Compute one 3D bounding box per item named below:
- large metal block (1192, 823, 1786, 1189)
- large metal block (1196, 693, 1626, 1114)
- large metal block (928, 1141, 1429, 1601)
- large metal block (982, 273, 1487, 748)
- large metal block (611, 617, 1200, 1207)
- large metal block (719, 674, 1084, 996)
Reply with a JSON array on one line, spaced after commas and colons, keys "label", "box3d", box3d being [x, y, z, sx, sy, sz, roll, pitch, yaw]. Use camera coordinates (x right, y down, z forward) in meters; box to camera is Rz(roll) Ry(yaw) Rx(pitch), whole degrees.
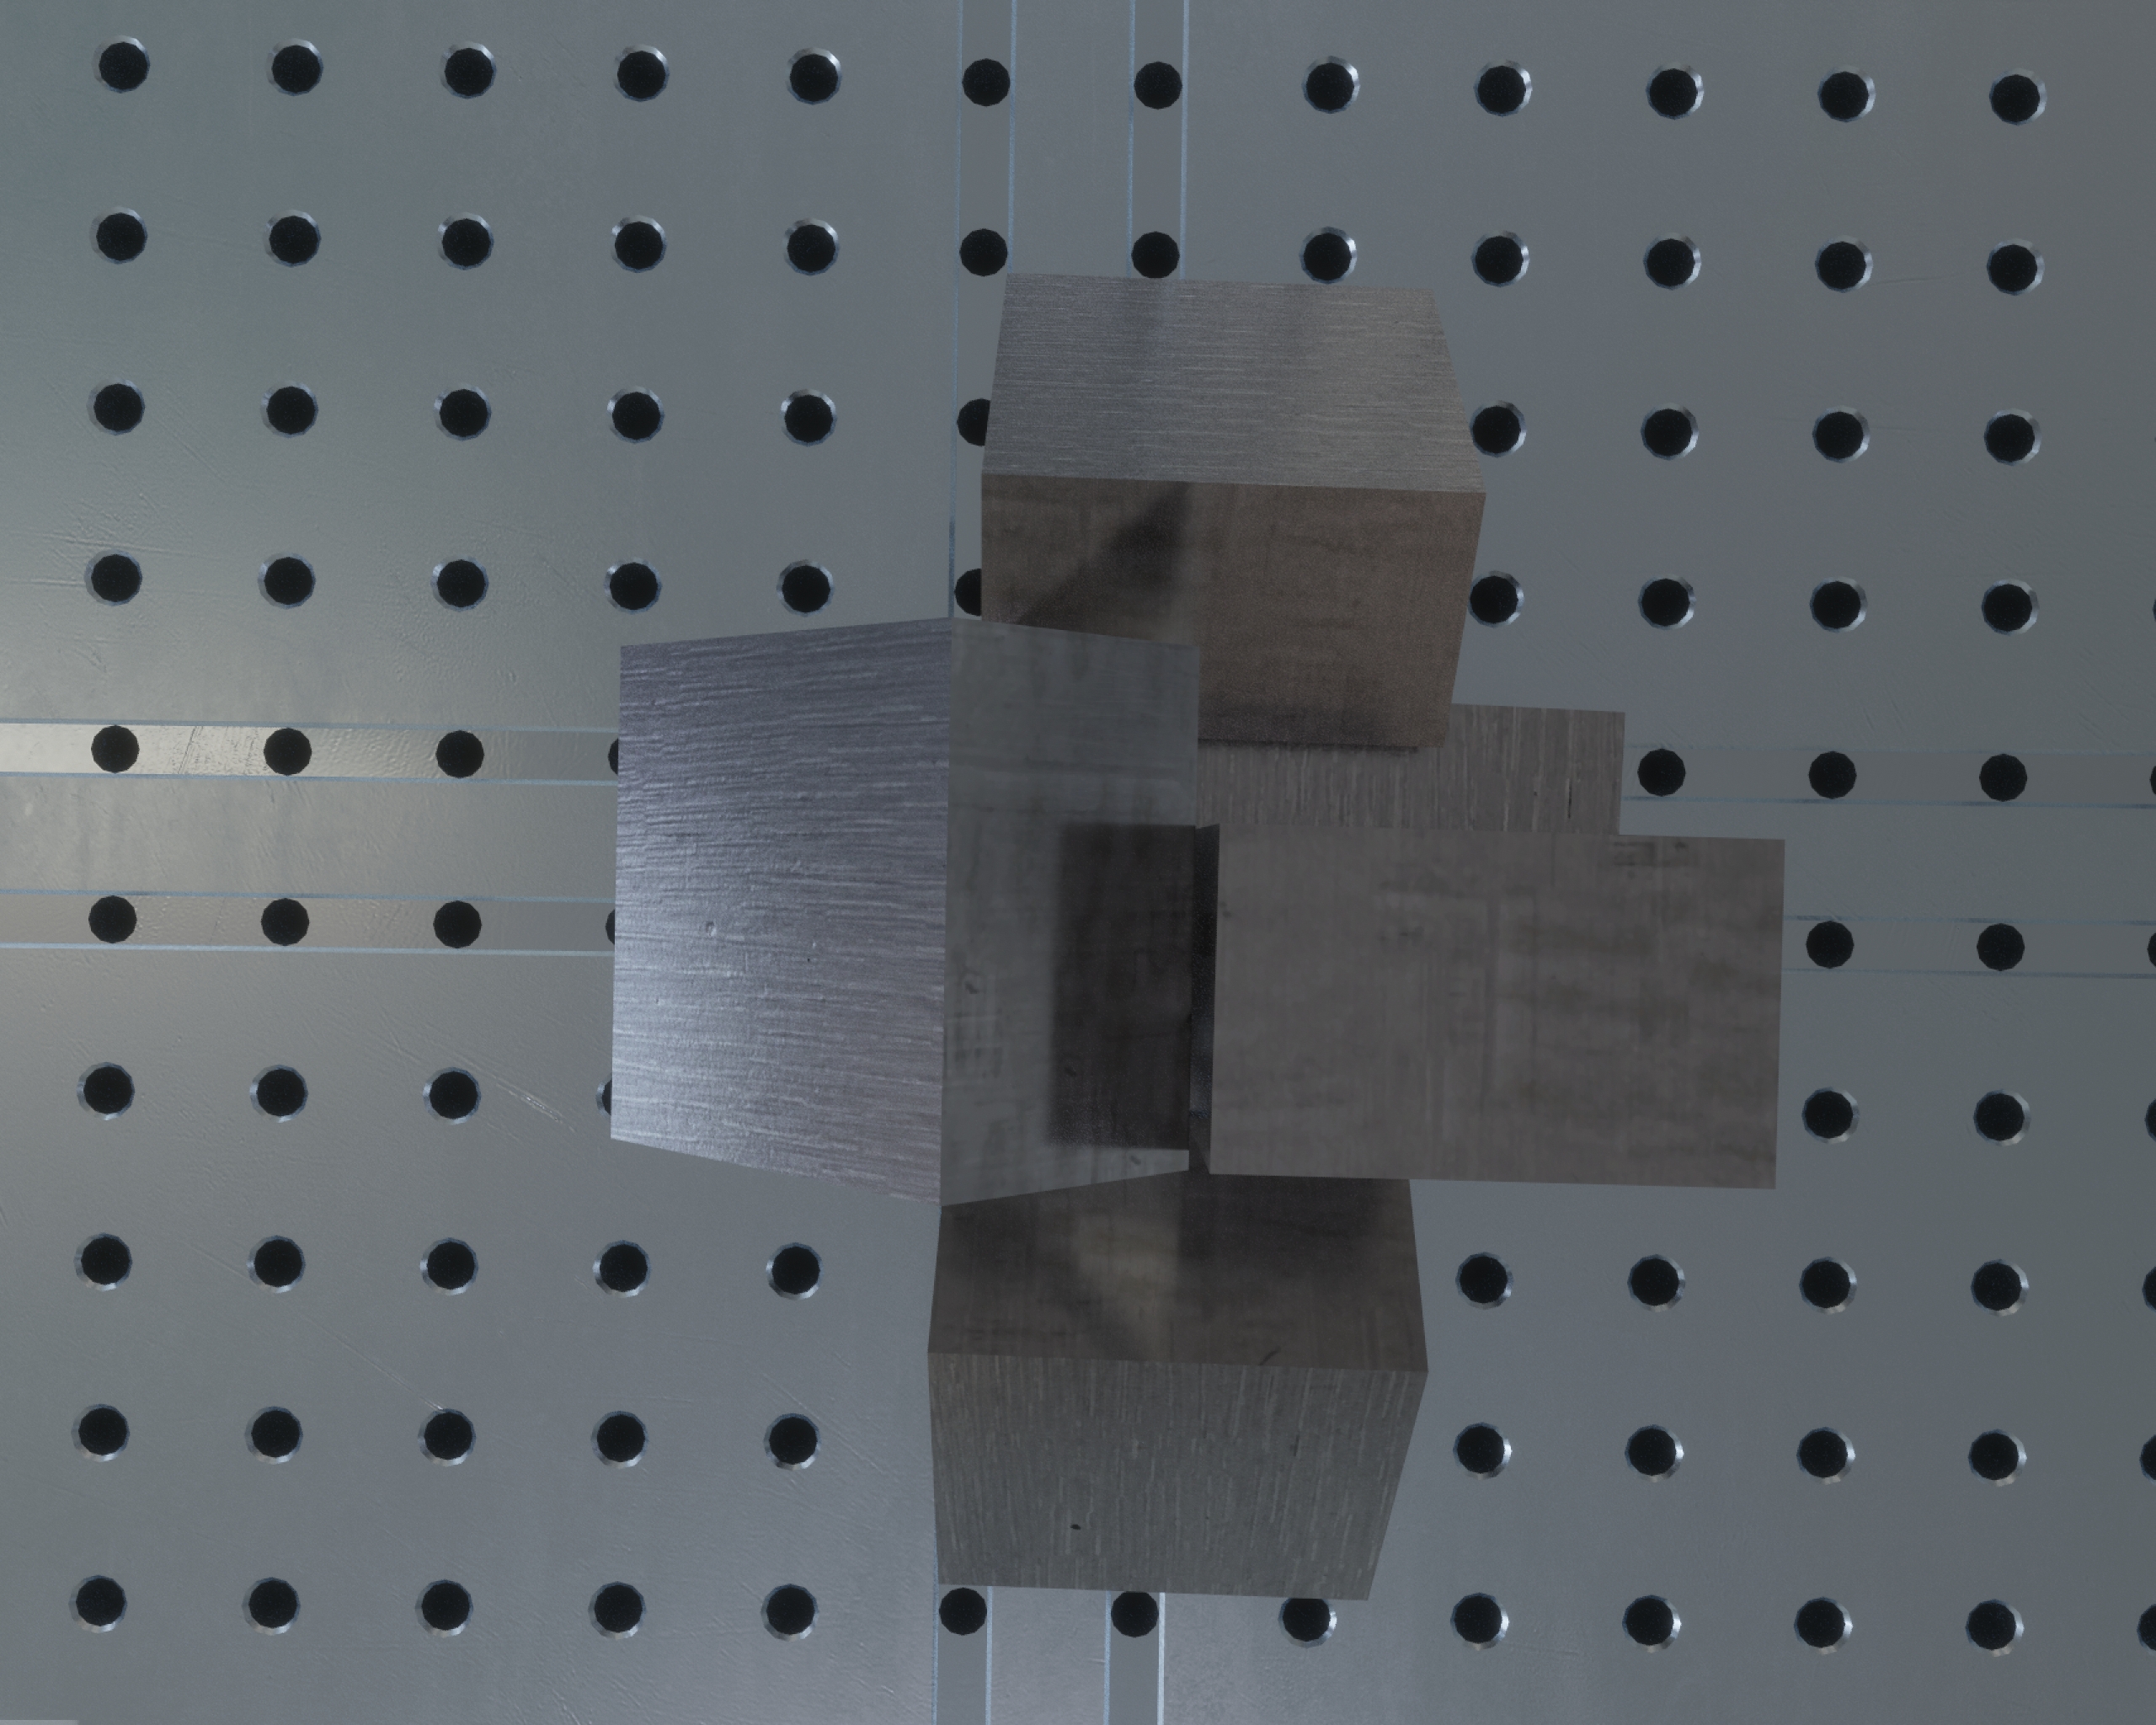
[{"label": "large metal block", "box3d": [0.060, 0.020, 0.336, 0.080, 0.080, 0.050, 2, 90, 0]}, {"label": "large metal block", "box3d": [0.057, 0.011, 0.401, 0.080, 0.050, 0.080, 3, 90, 0]}, {"label": "large metal block", "box3d": [0.016, 0.091, 0.380, 0.080, 0.050, 0.080, 2, 135, 0]}, {"label": "large metal block", "box3d": [0.025, -0.066, 0.379, 0.080, 0.080, 0.050, 2, 128, 0]}, {"label": "large metal block", "box3d": [-0.029, 0.006, 0.328, 0.080, 0.050, 0.080, 2, 91, 45]}, {"label": "large metal block", "box3d": [-0.028, 0.006, 0.401, 0.080, 0.050, 0.080, 7, 90, 0]}]
